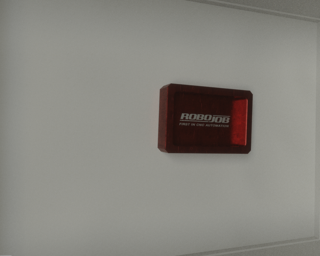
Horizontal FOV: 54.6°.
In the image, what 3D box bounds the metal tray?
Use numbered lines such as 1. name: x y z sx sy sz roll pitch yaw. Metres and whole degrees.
1. metal tray: 0.064 -0.010 0.431 0.131 0.030 0.090 2 89 -20
